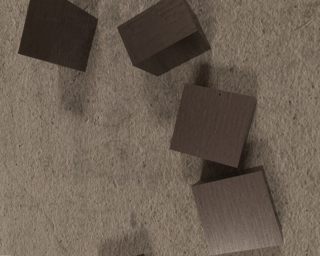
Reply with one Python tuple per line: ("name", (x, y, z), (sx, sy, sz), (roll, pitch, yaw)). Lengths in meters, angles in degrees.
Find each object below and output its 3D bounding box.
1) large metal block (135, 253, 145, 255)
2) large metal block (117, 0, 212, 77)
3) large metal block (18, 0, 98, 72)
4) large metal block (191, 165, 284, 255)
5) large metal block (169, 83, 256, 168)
("large metal block", (-0.052, 0.226, 0.413), (0.080, 0.050, 0.080), (-23, 83, 18))
("large metal block", (0.009, -0.109, 0.376), (0.080, 0.080, 0.050), (-25, 82, 18))
("large metal block", (-0.137, -0.128, 0.427), (0.050, 0.080, 0.079), (17, 96, 19))
("large metal block", (0.091, 0.095, 0.363), (0.080, 0.050, 0.080), (-17, 85, 19))
("large metal block", (0.065, -0.004, 0.372), (0.080, 0.050, 0.079), (14, 95, 19))
